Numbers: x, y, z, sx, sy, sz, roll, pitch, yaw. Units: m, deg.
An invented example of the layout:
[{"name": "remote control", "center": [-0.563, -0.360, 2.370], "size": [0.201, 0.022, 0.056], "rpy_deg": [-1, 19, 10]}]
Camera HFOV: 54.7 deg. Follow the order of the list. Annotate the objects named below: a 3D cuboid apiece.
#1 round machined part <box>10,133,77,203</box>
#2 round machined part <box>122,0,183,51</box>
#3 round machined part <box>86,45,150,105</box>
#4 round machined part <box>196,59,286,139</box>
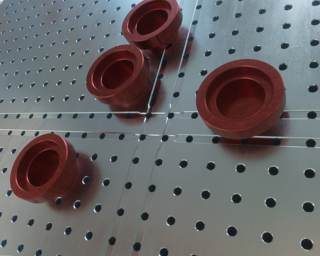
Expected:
[{"name": "round machined part", "center": [-0.159, 0.060, 0.442], "size": [0.098, 0.042, 0.098], "rpy_deg": [-13, 56, 20]}, {"name": "round machined part", "center": [-0.009, -0.164, 0.501], "size": [0.098, 0.042, 0.098], "rpy_deg": [-13, 56, 20]}, {"name": "round machined part", "center": [-0.060, -0.076, 0.474], "size": [0.098, 0.042, 0.098], "rpy_deg": [-13, 56, 20]}, {"name": "round machined part", "center": [0.096, -0.030, 0.365], "size": [0.098, 0.042, 0.098], "rpy_deg": [-13, 56, 20]}]
